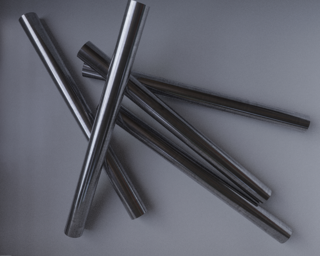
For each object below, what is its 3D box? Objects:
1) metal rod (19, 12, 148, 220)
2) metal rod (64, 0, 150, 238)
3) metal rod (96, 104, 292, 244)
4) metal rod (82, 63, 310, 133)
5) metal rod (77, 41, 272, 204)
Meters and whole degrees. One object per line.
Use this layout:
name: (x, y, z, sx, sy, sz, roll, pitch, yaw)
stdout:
metal rod: (-0.101, -0.015, 0.410, 0.025, 0.025, 0.299, -30, 90, 0)
metal rod: (-0.069, 0.001, 0.375, 0.025, 0.025, 0.298, 19, 104, 0)
metal rod: (0.045, 0.054, 0.411, 0.301, 0.025, 0.025, 36, 90, 0)
metal rod: (0.047, -0.043, 0.411, 0.302, 0.025, 0.025, 14, 90, 0)
metal rod: (0.023, -0.003, 0.395, 0.300, 0.025, 0.025, 39, 90, -6)
